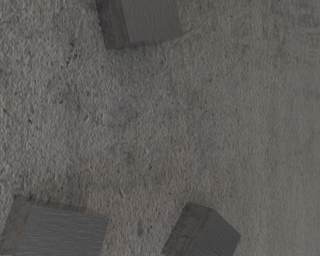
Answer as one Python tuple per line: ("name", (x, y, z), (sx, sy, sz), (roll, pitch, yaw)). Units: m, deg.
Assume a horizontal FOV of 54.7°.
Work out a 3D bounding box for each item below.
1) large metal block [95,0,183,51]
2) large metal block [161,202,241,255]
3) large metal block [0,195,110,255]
("large metal block", (-0.026, -0.140, 0.366), (0.081, 0.050, 0.080), (-19, 102, -38))
("large metal block", (0.061, 0.164, 0.439), (0.080, 0.050, 0.080), (46, 62, -30))
("large metal block", (-0.106, 0.116, 0.300), (0.080, 0.050, 0.080), (24, 75, -38))
